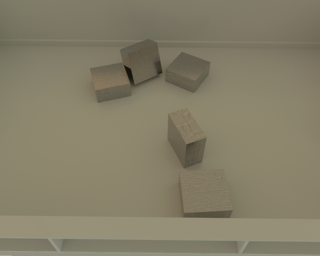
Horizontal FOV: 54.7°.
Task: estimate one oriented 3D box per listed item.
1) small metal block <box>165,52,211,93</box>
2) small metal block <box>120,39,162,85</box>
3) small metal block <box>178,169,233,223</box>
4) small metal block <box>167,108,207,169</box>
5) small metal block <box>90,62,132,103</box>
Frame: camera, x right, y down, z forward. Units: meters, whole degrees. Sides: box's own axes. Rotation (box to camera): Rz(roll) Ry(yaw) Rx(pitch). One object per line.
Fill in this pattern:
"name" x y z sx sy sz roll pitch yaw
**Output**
"small metal block" 0.043 -0.087 0.478 0.050 0.025 0.050 25 54 19
"small metal block" -0.028 -0.101 0.470 0.050 0.050 0.025 -27 38 -21
"small metal block" 0.048 0.074 0.343 0.050 0.025 0.050 -3 50 -2
"small metal block" 0.031 0.013 0.378 0.025 0.050 0.050 -18 53 -14
"small metal block" -0.074 -0.069 0.462 0.050 0.025 0.050 -13 51 -11
